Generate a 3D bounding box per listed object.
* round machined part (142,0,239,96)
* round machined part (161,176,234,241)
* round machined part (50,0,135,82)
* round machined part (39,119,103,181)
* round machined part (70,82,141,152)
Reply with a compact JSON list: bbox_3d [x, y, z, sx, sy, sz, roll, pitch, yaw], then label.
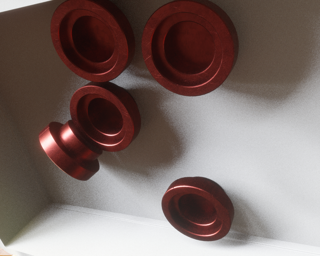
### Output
[{"bbox_3d":[0.034,-0.086,0.326,0.098,0.042,0.097,13,124,20],"label":"round machined part"},{"bbox_3d":[0.055,0.107,0.434,0.098,0.042,0.097,13,124,20],"label":"round machined part"},{"bbox_3d":[-0.074,-0.107,0.365,0.098,0.042,0.097,12,128,16],"label":"round machined part"},{"bbox_3d":[-0.123,0.026,0.451,0.042,0.098,0.098,-42,96,5],"label":"round machined part"},{"bbox_3d":[-0.069,-0.019,0.420,0.098,0.042,0.097,13,124,20],"label":"round machined part"}]
